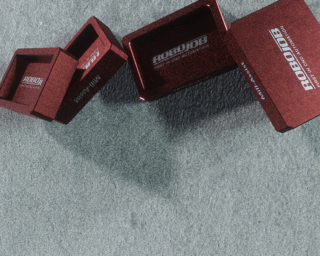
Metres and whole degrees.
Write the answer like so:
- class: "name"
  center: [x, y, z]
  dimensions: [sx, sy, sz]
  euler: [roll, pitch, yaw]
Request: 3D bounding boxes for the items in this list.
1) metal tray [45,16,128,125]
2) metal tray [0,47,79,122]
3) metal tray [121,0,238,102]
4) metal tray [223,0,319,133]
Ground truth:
- class: "metal tray"
  center: [-0.111, -0.079, 0.423]
  dimensions: [0.130, 0.030, 0.090]
  euler: [-44, 49, 14]
- class: "metal tray"
  center: [-0.174, -0.063, 0.425]
  dimensions: [0.130, 0.030, 0.090]
  euler: [12, 78, 42]
- class: "metal tray"
  center: [0.025, -0.098, 0.396]
  dimensions: [0.130, 0.030, 0.090]
  euler: [-20, 84, 18]
- class: "metal tray"
  center: [0.141, -0.071, 0.339]
  dimensions: [0.090, 0.030, 0.130]
  euler: [-27, 81, -5]
